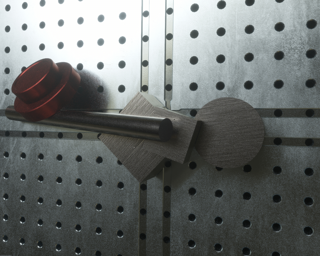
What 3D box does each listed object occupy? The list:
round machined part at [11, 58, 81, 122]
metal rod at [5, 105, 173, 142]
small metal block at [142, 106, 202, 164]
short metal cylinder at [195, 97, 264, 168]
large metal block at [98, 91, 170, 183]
[{"bbox_3d":[-0.164,-0.059,0.431,0.098,0.042,0.098,-18,44,19],"label":"round machined part"},{"bbox_3d":[-0.114,-0.011,0.405,0.300,0.025,0.025,6,92,36],"label":"metal rod"},{"bbox_3d":[0.014,0.007,0.351,0.050,0.025,0.050,20,96,18],"label":"small metal block"},{"bbox_3d":[0.083,0.005,0.370,0.080,0.050,0.079,0,90,19],"label":"short metal cylinder"},{"bbox_3d":[-0.017,0.011,0.402,0.080,0.050,0.080,45,104,14],"label":"large metal block"}]
